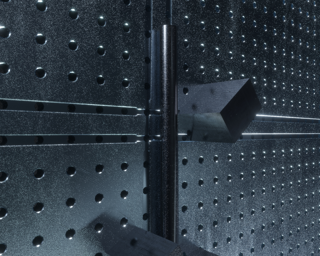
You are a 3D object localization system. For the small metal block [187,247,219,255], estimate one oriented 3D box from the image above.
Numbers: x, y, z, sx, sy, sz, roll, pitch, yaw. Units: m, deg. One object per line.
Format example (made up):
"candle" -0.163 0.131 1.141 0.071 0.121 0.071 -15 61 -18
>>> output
"small metal block" 0.059 0.202 0.443 0.050 0.050 0.025 -18 102 -39

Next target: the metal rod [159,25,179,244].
"metal rod" 0.012 0.014 0.419 0.025 0.025 0.298 -1 91 -40

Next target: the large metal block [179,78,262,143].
"large metal block" 0.084 -0.024 0.444 0.080 0.080 0.050 -45 118 -30

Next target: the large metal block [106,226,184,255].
"large metal block" -0.008 0.174 0.367 0.050 0.080 0.080 -34 111 -35
